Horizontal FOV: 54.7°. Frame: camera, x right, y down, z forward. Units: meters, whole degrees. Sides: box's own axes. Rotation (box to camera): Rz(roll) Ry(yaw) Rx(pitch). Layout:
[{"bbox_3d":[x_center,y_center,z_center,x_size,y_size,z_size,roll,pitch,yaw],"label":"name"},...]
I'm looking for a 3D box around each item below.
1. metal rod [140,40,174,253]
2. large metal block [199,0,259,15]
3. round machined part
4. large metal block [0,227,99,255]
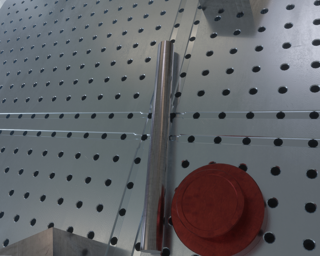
[{"bbox_3d":[0.000,0.003,0.406,0.025,0.025,0.299,-10,57,23],"label":"metal rod"},{"bbox_3d":[0.110,-0.221,0.470,0.080,0.050,0.080,14,69,33],"label":"large metal block"},{"bbox_3d":[0.056,0.081,0.318,0.098,0.042,0.098,-13,56,21],"label":"round machined part"},{"bbox_3d":[-0.123,0.156,0.342,0.080,0.080,0.050,-25,53,13],"label":"large metal block"}]
